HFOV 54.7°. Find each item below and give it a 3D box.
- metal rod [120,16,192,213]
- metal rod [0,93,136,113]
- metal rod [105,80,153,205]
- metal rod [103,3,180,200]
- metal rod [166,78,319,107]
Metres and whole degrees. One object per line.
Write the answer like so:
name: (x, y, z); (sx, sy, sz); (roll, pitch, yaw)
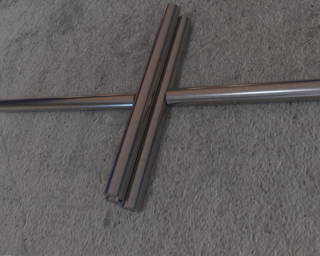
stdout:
metal rod: (0.001, -0.036, 0.426); (0.025, 0.025, 0.300); (1, 62, 28)
metal rod: (-0.164, -0.040, 0.513); (0.300, 0.025, 0.025); (1, 62, 28)
metal rod: (-0.019, -0.041, 0.440); (0.025, 0.025, 0.300); (1, 62, 28)
metal rod: (-0.017, -0.052, 0.419); (0.025, 0.025, 0.300); (1, 62, 28)
metal rod: (0.147, -0.042, 0.353); (0.300, 0.025, 0.025); (0, 62, 27)
